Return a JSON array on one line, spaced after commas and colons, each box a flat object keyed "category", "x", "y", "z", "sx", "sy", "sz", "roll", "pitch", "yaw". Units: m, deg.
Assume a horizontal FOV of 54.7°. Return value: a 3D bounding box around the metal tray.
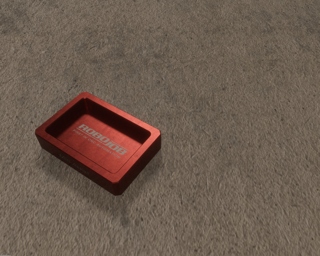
[{"category": "metal tray", "x": -0.075, "y": 0.014, "z": 0.386, "sx": 0.130, "sy": 0.030, "sz": 0.090, "roll": 28, "pitch": 55, "yaw": 21}]
